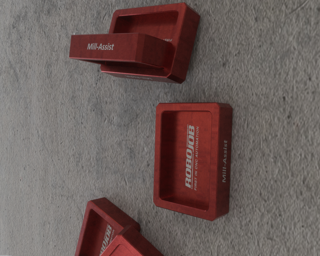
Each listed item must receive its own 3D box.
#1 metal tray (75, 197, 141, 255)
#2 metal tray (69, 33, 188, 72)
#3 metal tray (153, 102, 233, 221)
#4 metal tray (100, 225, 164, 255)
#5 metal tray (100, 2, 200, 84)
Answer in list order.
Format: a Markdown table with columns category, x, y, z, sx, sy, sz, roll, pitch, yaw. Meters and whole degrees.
| category | x | y | z | sx | sy | sz | roll | pitch | yaw |
| --- | --- | --- | --- | --- | --- | --- | --- | --- | --- |
| metal tray | -0.085 | 0.184 | 0.471 | 0.090 | 0.030 | 0.129 | 26 | 106 | 37 |
| metal tray | -0.041 | -0.095 | 0.396 | 0.130 | 0.091 | 0.030 | 13 | 98 | 39 |
| metal tray | 0.037 | 0.035 | 0.371 | 0.090 | 0.030 | 0.129 | 3 | 92 | 40 |
| metal tray | -0.050 | 0.206 | 0.413 | 0.090 | 0.030 | 0.129 | 40 | 108 | 10 |
| metal tray | -0.018 | -0.110 | 0.405 | 0.130 | 0.030 | 0.090 | 13 | 90 | 40 |
